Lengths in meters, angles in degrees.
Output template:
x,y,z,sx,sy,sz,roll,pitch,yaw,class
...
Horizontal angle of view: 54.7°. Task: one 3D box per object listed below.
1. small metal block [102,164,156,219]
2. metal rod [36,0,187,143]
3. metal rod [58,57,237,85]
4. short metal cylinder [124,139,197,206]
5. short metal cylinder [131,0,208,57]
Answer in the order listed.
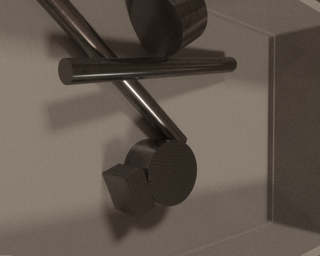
x,y,z,sx,sy,sz,roll,pitch,yaw,class
-0.037,0.072,0.361,0.025,0.050,0.050,-28,108,-36,small metal block
-0.060,-0.076,0.357,0.300,0.025,0.025,48,61,-30,metal rod
0.013,-0.078,0.396,0.302,0.025,0.025,-14,100,-46,metal rod
0.001,0.054,0.393,0.081,0.050,0.079,0,90,-40,short metal cylinder
0.011,-0.135,0.381,0.050,0.080,0.080,-41,115,-32,short metal cylinder
